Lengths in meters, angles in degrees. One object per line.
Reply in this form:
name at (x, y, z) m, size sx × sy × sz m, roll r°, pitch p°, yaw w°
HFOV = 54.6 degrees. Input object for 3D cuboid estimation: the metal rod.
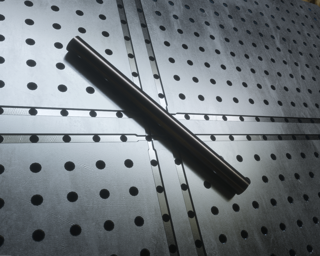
metal rod at (-0.002, -0.016, 0.417) m, size 0.300 × 0.025 × 0.025 m, roll 40°, pitch 51°, yaw -1°
